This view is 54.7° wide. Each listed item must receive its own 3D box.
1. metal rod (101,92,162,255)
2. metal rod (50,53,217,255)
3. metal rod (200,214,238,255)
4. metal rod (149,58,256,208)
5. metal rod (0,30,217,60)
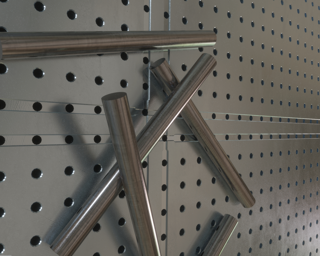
[{"bbox_3d":[-0.020,0.104,0.359,0.025,0.025,0.298,-28,119,-37],"label":"metal rod"},{"bbox_3d":[-0.019,0.019,0.374,0.301,0.025,0.025,-52,121,-20],"label":"metal rod"},{"bbox_3d":[0.031,0.249,0.437,0.301,0.025,0.025,-49,119,-29],"label":"metal rod"},{"bbox_3d":[0.076,0.023,0.475,0.025,0.025,0.300,-52,121,-28],"label":"metal rod"},{"bbox_3d":[-0.036,-0.106,0.380,0.302,0.025,0.025,-15,100,-39],"label":"metal rod"}]
